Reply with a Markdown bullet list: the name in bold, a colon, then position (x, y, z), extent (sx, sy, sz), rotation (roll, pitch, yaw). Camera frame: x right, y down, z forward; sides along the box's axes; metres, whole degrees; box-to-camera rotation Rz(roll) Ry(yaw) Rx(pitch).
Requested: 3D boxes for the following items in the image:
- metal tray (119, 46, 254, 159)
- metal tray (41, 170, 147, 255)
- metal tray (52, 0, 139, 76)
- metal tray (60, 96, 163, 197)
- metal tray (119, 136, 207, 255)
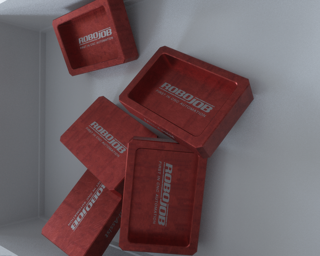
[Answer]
- **metal tray**: position (0.026, -0.035, 0.353), extent (0.130, 0.030, 0.090), rotation (32, 79, 35)
- **metal tray**: position (-0.090, 0.110, 0.427), extent (0.090, 0.030, 0.130), rotation (15, 61, 38)
- **metal tray**: position (-0.099, -0.133, 0.462), extent (0.130, 0.030, 0.089), rotation (-3, 109, 39)
- **metal tray**: position (-0.068, 0.021, 0.428), extent (0.130, 0.030, 0.090), rotation (35, 78, 34)
- **metal tray**: position (0.003, 0.079, 0.365), extent (0.091, 0.030, 0.129), rotation (5, 95, -3)
